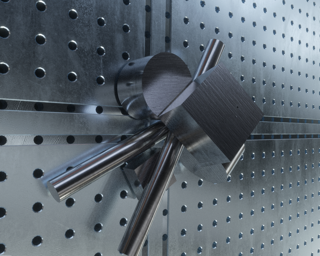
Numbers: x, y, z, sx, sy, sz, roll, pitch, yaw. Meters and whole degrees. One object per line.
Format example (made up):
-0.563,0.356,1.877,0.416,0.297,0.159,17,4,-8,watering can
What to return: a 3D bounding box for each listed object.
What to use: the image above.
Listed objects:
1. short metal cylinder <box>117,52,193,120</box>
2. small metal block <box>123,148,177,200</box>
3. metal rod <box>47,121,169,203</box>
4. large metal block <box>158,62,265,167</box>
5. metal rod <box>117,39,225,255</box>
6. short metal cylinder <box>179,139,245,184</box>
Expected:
-0.005,-0.050,0.384,0.081,0.050,0.079,0,90,-40,short metal cylinder
-0.012,0.059,0.395,0.050,0.025,0.050,-35,112,-35,small metal block
-0.002,0.005,0.403,0.302,0.025,0.025,-29,109,-36,metal rod
0.060,-0.014,0.356,0.080,0.050,0.080,48,61,-10,large metal block
0.022,0.011,0.391,0.025,0.025,0.300,38,67,-34,metal rod
0.068,0.031,0.427,0.050,0.080,0.080,-50,120,-27,short metal cylinder
